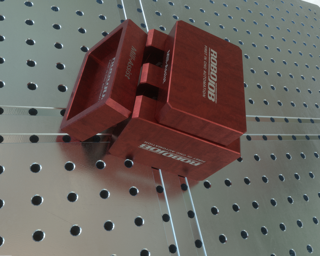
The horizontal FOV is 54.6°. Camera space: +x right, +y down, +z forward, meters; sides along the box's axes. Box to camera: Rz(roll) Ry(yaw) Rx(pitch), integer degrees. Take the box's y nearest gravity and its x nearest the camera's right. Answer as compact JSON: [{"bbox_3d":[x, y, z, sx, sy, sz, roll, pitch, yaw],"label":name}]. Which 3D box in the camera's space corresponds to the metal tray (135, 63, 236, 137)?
[{"bbox_3d":[0.021,-0.021,0.389,0.131,0.090,0.030,19,53,-19],"label":"metal tray"}]

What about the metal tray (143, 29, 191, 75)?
[{"bbox_3d":[0.028,-0.070,0.422,0.131,0.090,0.030,19,55,-17],"label":"metal tray"}]

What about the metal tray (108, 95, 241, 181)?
[{"bbox_3d":[0.016,0.018,0.363,0.131,0.090,0.030,19,55,-17],"label":"metal tray"}]

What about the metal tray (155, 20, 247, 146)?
[{"bbox_3d":[0.048,-0.053,0.346,0.091,0.030,0.130,19,54,-17],"label":"metal tray"}]

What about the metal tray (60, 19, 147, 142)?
[{"bbox_3d":[-0.064,-0.057,0.363,0.030,0.090,0.130,35,47,-34],"label":"metal tray"}]
